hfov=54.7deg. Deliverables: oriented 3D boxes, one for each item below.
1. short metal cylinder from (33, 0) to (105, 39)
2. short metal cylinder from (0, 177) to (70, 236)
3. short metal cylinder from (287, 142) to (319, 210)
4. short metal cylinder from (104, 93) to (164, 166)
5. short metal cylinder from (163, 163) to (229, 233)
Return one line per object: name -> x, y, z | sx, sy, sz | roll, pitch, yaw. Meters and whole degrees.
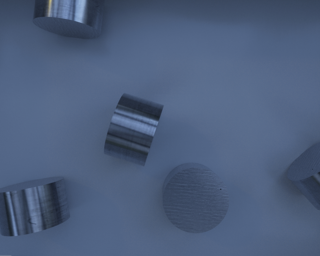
short metal cylinder -> -0.111, -0.147, 0.383 | 0.080, 0.080, 0.050 | 7, 90, 0
short metal cylinder -> -0.156, 0.094, 0.383 | 0.080, 0.080, 0.050 | -9, 90, 0
short metal cylinder -> 0.209, 0.056, 0.385 | 0.080, 0.080, 0.050 | -42, 90, 0
short metal cylinder -> -0.031, 0.002, 0.384 | 0.050, 0.080, 0.080 | 18, 90, 0
short metal cylinder -> 0.044, 0.087, 0.399 | 0.081, 0.050, 0.080 | 0, 90, 0
